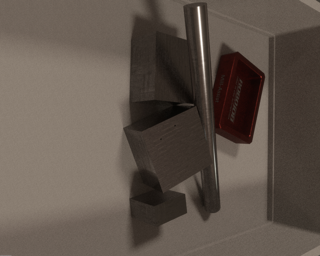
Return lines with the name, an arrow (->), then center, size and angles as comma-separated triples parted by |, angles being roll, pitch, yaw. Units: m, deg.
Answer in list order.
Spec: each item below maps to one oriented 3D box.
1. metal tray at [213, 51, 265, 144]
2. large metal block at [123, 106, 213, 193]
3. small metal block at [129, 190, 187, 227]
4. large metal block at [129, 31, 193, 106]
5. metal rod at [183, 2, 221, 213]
metal tray -> 0.127, -0.047, 0.512 | 0.090, 0.030, 0.130 | 25, 75, -38
large metal block -> 0.011, 0.023, 0.393 | 0.081, 0.050, 0.080 | -26, 107, -27
small metal block -> -0.002, 0.098, 0.391 | 0.050, 0.050, 0.025 | -11, 97, -40
large metal block -> 0.009, -0.071, 0.400 | 0.081, 0.050, 0.079 | 2, 89, -40
metal rod -> 0.059, -0.004, 0.404 | 0.025, 0.025, 0.298 | -34, 128, -35
